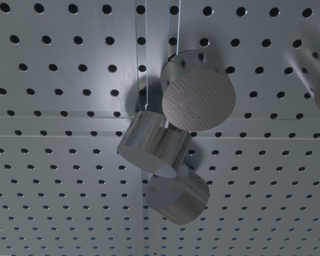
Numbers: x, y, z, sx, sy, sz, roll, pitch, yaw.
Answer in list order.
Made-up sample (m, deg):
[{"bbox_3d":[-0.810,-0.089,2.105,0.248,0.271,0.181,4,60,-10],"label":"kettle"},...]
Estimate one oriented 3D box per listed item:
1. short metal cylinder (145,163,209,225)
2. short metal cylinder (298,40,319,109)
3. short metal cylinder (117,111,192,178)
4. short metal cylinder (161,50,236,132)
[{"bbox_3d":[0.025,0.094,0.456,0.080,0.080,0.050,-33,123,25],"label":"short metal cylinder"},{"bbox_3d":[0.205,-0.060,0.346,0.081,0.050,0.079,0,130,0],"label":"short metal cylinder"},{"bbox_3d":[-0.006,0.022,0.390,0.080,0.050,0.080,21,157,10],"label":"short metal cylinder"},{"bbox_3d":[0.042,-0.042,0.356,0.081,0.050,0.079,-2,127,-2],"label":"short metal cylinder"}]
